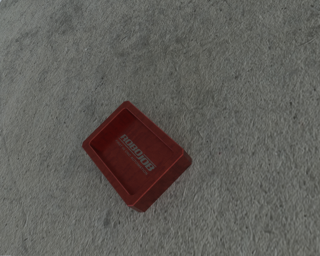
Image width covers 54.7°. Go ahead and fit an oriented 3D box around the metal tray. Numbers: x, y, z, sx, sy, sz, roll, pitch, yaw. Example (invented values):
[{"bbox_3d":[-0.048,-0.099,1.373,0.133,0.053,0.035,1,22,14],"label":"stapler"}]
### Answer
[{"bbox_3d":[-0.034,0.031,0.399,0.090,0.030,0.130,-45,51,-4],"label":"metal tray"}]
